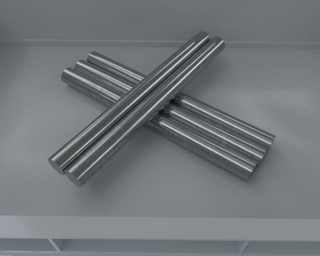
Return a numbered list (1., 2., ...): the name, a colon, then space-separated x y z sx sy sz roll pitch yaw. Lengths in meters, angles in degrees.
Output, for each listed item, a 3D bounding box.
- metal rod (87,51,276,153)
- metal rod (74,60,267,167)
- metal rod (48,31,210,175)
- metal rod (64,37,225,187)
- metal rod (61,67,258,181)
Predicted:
1. metal rod: 0.015 -0.045 0.441 0.300 0.025 0.025 28 56 21
2. metal rod: 0.000 -0.029 0.427 0.300 0.025 0.025 28 55 21
3. metal rod: -0.022 -0.050 0.412 0.025 0.025 0.301 30 56 23
4. metal rod: -0.001 -0.038 0.403 0.025 0.025 0.301 30 56 23
5. metal rod: -0.016 -0.014 0.415 0.300 0.025 0.025 28 55 21
